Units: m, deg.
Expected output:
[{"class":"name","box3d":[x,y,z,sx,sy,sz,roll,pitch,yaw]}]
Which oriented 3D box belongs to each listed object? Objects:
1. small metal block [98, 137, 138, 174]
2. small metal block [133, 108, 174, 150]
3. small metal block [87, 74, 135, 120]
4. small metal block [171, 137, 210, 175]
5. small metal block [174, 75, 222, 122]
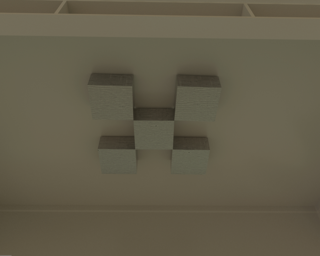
[{"class":"small metal block","box3d":[-0.058,0.039,0.439,0.050,0.025,0.050,0,130,-1]},{"class":"small metal block","box3d":[-0.008,0.002,0.407,0.050,0.025,0.050,0,130,-1]},{"class":"small metal block","box3d":[-0.057,-0.037,0.374,0.050,0.025,0.050,1,130,-1]},{"class":"small metal block","box3d":[0.041,0.040,0.440,0.050,0.025,0.050,1,130,-1]},{"class":"small metal block","box3d":[0.044,-0.035,0.376,0.050,0.025,0.050,2,130,-2]}]
